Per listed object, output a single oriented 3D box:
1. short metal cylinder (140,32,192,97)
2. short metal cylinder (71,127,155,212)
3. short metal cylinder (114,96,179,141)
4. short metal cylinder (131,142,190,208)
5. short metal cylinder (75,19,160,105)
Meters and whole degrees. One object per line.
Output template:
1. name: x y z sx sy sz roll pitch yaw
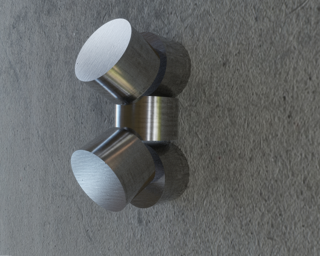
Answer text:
1. short metal cylinder: -0.007 -0.077 0.397 0.080 0.050 0.080 0 90 40
2. short metal cylinder: -0.052 0.046 0.347 0.080 0.050 0.079 22 131 28
3. short metal cylinder: -0.017 -0.012 0.386 0.080 0.081 0.050 2 92 40
4. short metal cylinder: -0.009 0.058 0.398 0.080 0.050 0.080 0 90 40
5. short metal cylinder: -0.047 -0.073 0.345 0.080 0.050 0.080 -19 54 29
